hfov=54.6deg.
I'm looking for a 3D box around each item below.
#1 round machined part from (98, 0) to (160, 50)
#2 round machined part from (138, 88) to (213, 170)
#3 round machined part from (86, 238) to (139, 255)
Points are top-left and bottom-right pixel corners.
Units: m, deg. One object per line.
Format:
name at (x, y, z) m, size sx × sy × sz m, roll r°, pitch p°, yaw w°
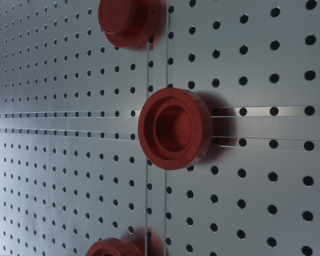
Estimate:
round machined part at (-0.051, -0.164, 0.441) m, size 0.098 × 0.042 × 0.097 m, roll 0°, pitch 90°, yaw 40°
round machined part at (0.022, 0.001, 0.381) m, size 0.098 × 0.042 × 0.097 m, roll 0°, pitch 90°, yaw 40°
round machined part at (-0.063, 0.209, 0.451) m, size 0.098 × 0.042 × 0.097 m, roll 0°, pitch 90°, yaw 40°
